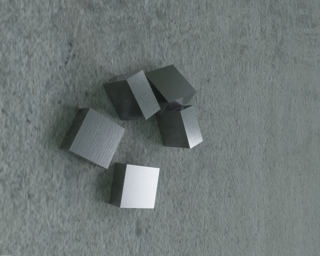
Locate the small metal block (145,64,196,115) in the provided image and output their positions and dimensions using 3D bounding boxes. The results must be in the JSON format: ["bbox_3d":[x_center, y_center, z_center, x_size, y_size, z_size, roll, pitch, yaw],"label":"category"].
[{"bbox_3d":[0.009,-0.050,0.398,0.050,0.025,0.050,-26,70,-37],"label":"small metal block"}]

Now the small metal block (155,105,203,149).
[{"bbox_3d":[0.024,-0.002,0.411,0.025,0.050,0.050,-27,107,-37],"label":"small metal block"}]

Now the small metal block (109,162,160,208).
[{"bbox_3d":[-0.031,0.071,0.381,0.050,0.025,0.050,14,81,-40],"label":"small metal block"}]

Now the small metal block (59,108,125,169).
[{"bbox_3d":[-0.074,0.012,0.344,0.050,0.025,0.050,35,69,-35],"label":"small metal block"}]

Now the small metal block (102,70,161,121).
[{"bbox_3d":[-0.034,-0.037,0.362,0.025,0.050,0.050,-39,114,-33],"label":"small metal block"}]
